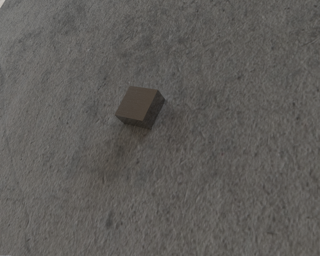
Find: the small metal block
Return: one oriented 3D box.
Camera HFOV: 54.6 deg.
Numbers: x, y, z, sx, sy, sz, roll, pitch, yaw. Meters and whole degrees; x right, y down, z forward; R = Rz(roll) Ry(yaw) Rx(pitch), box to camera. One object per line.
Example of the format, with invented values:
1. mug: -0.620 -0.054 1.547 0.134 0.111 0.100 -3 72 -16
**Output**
1. small metal block: -0.028 -0.029 0.438 0.050 0.025 0.050 13 68 33
